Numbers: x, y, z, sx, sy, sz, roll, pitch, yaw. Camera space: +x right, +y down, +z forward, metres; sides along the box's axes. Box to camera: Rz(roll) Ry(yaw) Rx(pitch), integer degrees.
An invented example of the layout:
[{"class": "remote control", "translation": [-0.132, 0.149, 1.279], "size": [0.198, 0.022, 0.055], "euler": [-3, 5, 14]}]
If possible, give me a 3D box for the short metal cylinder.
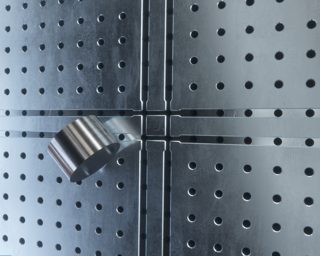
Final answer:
[{"class": "short metal cylinder", "translation": [-0.101, 0.028, 0.418], "size": [0.080, 0.080, 0.050], "euler": [-45, 77, 14]}]
